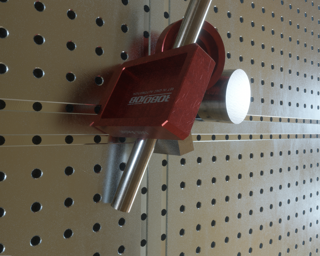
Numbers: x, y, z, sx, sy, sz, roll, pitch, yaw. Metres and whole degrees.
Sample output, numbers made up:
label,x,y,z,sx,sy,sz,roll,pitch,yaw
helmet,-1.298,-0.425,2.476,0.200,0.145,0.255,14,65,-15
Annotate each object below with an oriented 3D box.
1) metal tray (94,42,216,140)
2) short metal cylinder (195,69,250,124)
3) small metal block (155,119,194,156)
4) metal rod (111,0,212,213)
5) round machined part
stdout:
label,x,y,z,sx,sy,sz,roll,pitch,yaw
metal tray,-0.011,-0.035,0.333,0.030,0.130,0.090,35,69,-35
short metal cylinder,0.096,-0.048,0.466,0.081,0.050,0.079,-9,102,-50
small metal block,0.014,0.007,0.407,0.025,0.050,0.050,-18,102,-39
metal rod,0.007,-0.043,0.375,0.025,0.025,0.299,22,89,-38
round machined part,0.037,-0.096,0.421,0.099,0.042,0.097,-3,97,-27
